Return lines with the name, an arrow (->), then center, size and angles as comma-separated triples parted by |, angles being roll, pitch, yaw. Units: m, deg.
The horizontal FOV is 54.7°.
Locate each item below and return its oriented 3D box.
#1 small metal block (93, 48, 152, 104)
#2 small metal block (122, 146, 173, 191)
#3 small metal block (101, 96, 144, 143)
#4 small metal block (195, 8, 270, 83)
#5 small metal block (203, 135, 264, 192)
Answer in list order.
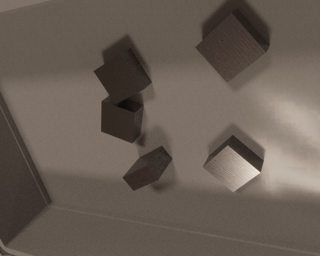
small metal block -> -0.047, -0.065, 0.392 | 0.050, 0.025, 0.050 | -22, 107, 36
small metal block -> -0.017, 0.056, 0.435 | 0.050, 0.050, 0.025 | -30, 102, 37
small metal block -> -0.052, -0.013, 0.427 | 0.050, 0.025, 0.050 | 20, 126, 16
small metal block -> 0.074, -0.084, 0.317 | 0.050, 0.025, 0.050 | 47, 129, -5
small metal block -> 0.091, 0.045, 0.388 | 0.050, 0.025, 0.050 | 40, 129, 0
